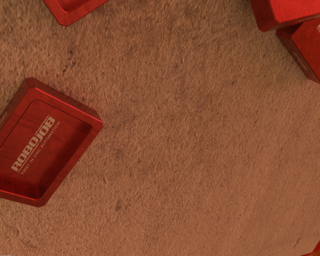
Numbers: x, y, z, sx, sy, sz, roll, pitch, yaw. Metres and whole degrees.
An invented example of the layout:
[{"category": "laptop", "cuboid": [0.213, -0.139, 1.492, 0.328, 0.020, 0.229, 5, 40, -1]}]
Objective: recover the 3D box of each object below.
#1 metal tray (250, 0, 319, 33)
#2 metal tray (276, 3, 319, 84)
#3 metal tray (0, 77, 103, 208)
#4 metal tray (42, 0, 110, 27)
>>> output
[{"category": "metal tray", "cuboid": [0.163, -0.171, 0.358, 0.131, 0.030, 0.090, -19, 92, -18]}, {"category": "metal tray", "cuboid": [0.235, -0.132, 0.450, 0.130, 0.030, 0.090, 32, 101, -38]}, {"category": "metal tray", "cuboid": [-0.137, 0.021, 0.341, 0.090, 0.030, 0.130, 31, 101, -38]}, {"category": "metal tray", "cuboid": [-0.059, -0.163, 0.270, 0.130, 0.030, 0.090, -35, 129, -5]}]
